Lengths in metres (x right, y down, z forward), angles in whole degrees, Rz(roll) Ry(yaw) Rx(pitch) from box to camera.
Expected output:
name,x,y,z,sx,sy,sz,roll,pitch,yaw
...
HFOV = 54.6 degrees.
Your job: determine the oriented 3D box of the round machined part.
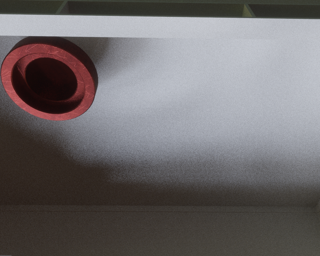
name,x,y,z,sx,sy,sz,roll,pitch,yaw
round machined part,-0.119,-0.059,0.347,0.099,0.042,0.097,0,130,0
